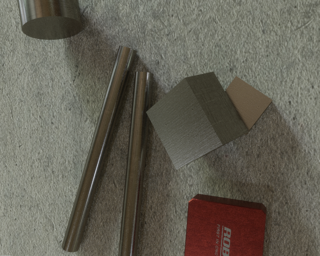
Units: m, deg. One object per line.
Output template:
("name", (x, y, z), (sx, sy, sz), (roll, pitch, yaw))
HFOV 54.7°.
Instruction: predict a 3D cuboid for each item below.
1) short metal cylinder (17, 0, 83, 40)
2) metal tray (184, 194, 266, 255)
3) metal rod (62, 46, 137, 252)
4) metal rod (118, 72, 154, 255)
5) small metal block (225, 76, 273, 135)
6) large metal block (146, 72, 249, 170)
("short metal cylinder", (-0.153, -0.162, 0.432), (0.080, 0.080, 0.050), (-11, 87, 19))
("metal tray", (0.078, 0.153, 0.379), (0.090, 0.030, 0.129), (5, 92, 19))
("metal rod", (-0.087, 0.033, 0.438), (0.025, 0.025, 0.298), (19, 96, 18))
("metal rod", (-0.035, 0.075, 0.420), (0.025, 0.025, 0.298), (6, 92, 19))
("small metal block", (0.099, -0.027, 0.374), (0.050, 0.025, 0.050), (38, 102, 15))
("large metal block", (0.041, -0.008, 0.363), (0.080, 0.050, 0.080), (-38, 77, 47))
